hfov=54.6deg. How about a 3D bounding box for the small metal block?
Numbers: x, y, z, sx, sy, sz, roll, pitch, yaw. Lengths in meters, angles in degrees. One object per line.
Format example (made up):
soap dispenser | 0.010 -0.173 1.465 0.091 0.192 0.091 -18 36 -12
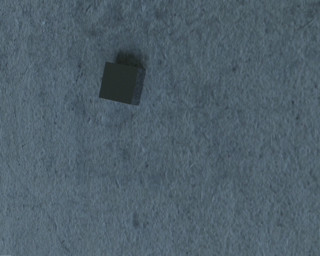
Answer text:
small metal block | -0.052 -0.061 0.428 0.050 0.025 0.050 14 95 19
